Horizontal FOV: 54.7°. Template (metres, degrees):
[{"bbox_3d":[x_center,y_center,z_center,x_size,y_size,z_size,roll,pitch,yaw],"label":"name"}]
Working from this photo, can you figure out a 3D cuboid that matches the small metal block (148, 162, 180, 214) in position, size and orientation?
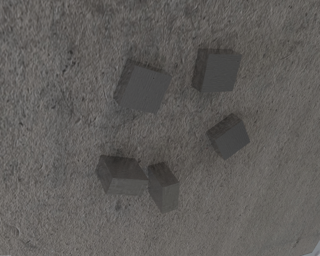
[{"bbox_3d":[0.004,0.085,0.446,0.025,0.050,0.050,-13,124,-21],"label":"small metal block"}]

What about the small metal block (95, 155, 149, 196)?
[{"bbox_3d":[-0.050,0.061,0.401,0.050,0.050,0.025,10,113,-33],"label":"small metal block"}]

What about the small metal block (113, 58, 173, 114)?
[{"bbox_3d":[-0.021,-0.048,0.365,0.050,0.025,0.050,11,113,-33],"label":"small metal block"}]

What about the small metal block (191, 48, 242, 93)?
[{"bbox_3d":[0.073,-0.074,0.400,0.050,0.025,0.050,-6,121,-26],"label":"small metal block"}]

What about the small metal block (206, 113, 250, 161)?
[{"bbox_3d":[0.104,0.014,0.472,0.050,0.025,0.050,-36,129,-5],"label":"small metal block"}]
